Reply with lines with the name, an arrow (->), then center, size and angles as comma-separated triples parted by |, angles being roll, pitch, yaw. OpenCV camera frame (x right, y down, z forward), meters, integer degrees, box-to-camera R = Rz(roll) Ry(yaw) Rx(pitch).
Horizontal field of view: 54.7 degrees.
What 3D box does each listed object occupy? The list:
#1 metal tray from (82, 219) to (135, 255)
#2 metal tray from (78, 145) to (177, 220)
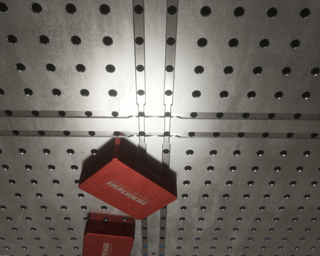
metal tray -> -0.102, 0.230, 0.603 | 0.091, 0.030, 0.129 | 8, 130, -8
metal tray -> -0.048, 0.089, 0.484 | 0.090, 0.030, 0.130 | -37, 122, 27
